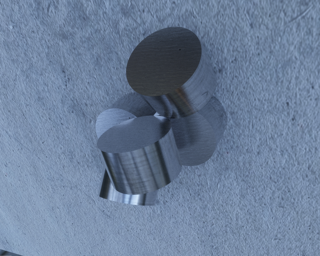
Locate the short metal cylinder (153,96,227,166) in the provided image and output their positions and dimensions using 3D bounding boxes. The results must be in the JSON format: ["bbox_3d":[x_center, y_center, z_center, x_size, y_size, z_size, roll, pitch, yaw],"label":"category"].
[{"bbox_3d":[0.035,-0.001,0.371,0.080,0.050,0.079,13,124,20],"label":"short metal cylinder"}]

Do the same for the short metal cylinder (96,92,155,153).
[{"bbox_3d":[-0.037,-0.001,0.409,0.080,0.050,0.079,13,124,20],"label":"short metal cylinder"}]

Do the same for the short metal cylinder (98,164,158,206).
[{"bbox_3d":[-0.041,0.074,0.430,0.080,0.080,0.050,7,83,24],"label":"short metal cylinder"}]

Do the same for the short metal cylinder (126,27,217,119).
[{"bbox_3d":[0.013,-0.056,0.321,0.080,0.080,0.050,1,157,27],"label":"short metal cylinder"}]

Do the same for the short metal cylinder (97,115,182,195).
[{"bbox_3d":[-0.021,0.027,0.334,0.080,0.080,0.050,-1,118,28],"label":"short metal cylinder"}]
